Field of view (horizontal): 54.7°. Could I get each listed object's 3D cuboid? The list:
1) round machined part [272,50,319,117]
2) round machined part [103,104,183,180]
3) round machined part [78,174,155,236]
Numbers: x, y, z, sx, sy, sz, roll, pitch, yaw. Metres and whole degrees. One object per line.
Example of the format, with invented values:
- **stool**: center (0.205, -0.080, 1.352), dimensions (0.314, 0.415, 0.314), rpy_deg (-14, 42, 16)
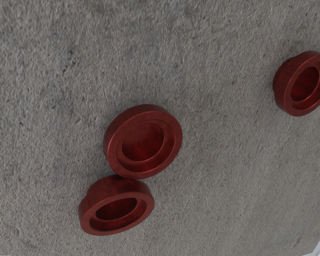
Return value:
- **round machined part**: center (0.211, -0.069, 0.468), dimensions (0.099, 0.042, 0.097), rpy_deg (-14, 124, -21)
- **round machined part**: center (-0.025, 0.014, 0.391), dimensions (0.099, 0.042, 0.097), rpy_deg (-14, 124, -21)
- **round machined part**: center (-0.060, 0.099, 0.414), dimensions (0.099, 0.042, 0.097), rpy_deg (-15, 138, -14)
